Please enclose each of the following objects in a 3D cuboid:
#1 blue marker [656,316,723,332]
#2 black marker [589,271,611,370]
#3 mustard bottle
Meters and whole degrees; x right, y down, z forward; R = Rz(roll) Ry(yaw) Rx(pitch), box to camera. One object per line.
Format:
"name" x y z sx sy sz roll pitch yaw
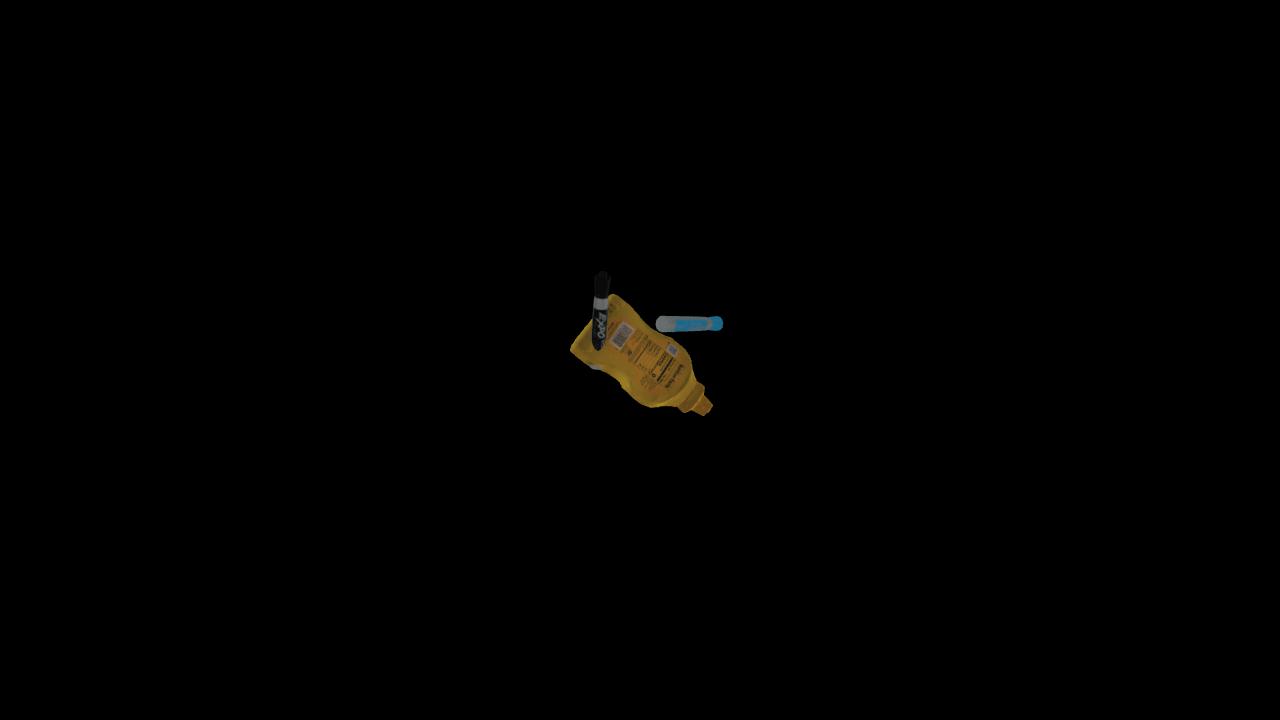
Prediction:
"blue marker" 0.063 -0.044 0.739 0.020 0.020 0.121 0 3 40
"black marker" -0.046 -0.044 0.703 0.020 0.121 0.020 5 31 -3
"mustard bottle" 0.013 0.008 0.747 0.184 0.092 0.054 37 -27 -6
